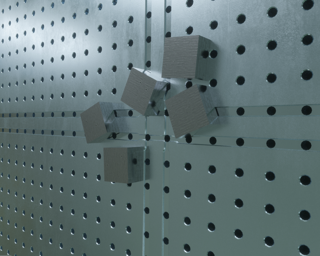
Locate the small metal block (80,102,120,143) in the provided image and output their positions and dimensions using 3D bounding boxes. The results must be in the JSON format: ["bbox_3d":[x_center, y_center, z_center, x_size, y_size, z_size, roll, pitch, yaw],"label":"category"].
[{"bbox_3d":[-0.095,-0.008,0.485,0.050,0.025,0.050,-26,74,36],"label":"small metal block"}]

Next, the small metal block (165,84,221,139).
[{"bbox_3d":[0.039,-0.019,0.376,0.050,0.025,0.050,-25,74,37],"label":"small metal block"}]

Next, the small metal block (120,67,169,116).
[{"bbox_3d":[-0.022,-0.050,0.425,0.050,0.025,0.050,34,111,34],"label":"small metal block"}]

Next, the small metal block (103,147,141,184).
[{"bbox_3d":[-0.056,0.053,0.453,0.050,0.025,0.050,-3,88,39],"label":"small metal block"}]

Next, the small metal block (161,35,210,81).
[{"bbox_3d":[0.031,-0.085,0.382,0.050,0.025,0.050,9,96,39],"label":"small metal block"}]
